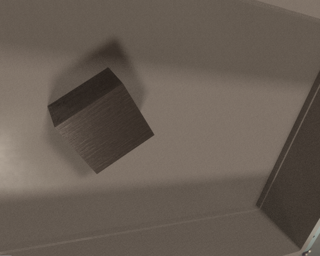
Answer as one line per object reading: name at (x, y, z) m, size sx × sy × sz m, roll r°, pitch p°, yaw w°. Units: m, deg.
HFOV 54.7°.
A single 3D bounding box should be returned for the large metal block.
large metal block at (-0.066, -0.008, 0.353) m, size 0.080 × 0.050 × 0.080 m, roll -35°, pitch 129°, yaw -6°
